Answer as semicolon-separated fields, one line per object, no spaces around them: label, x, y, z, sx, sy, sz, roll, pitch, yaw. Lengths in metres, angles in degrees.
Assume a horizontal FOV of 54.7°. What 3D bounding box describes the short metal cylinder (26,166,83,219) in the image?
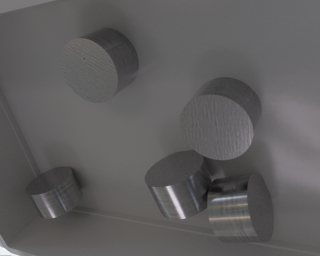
short metal cylinder;-0.182;0.110;0.537;0.080;0.080;0.050;-4;116;30

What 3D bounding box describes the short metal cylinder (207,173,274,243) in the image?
short metal cylinder;0.100;0.099;0.381;0.050;0.080;0.080;-16;110;34

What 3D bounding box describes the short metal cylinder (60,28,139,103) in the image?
short metal cylinder;-0.074;-0.078;0.384;0.080;0.050;0.079;13;124;21

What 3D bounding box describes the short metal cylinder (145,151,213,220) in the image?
short metal cylinder;0.027;0.072;0.403;0.080;0.080;0.050;-11;113;33

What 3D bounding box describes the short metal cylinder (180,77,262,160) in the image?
short metal cylinder;0.069;-0.011;0.349;0.080;0.050;0.079;13;124;21
